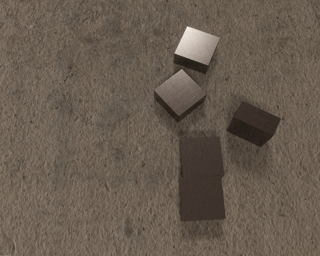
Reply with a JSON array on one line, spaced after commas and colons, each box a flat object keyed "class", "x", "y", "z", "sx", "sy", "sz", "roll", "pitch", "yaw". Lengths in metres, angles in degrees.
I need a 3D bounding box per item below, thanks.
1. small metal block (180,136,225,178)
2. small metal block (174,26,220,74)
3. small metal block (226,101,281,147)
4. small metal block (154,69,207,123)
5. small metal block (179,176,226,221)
[{"class": "small metal block", "x": 0.052, "y": 0.039, "z": 0.394, "sx": 0.050, "sy": 0.025, "sz": 0.050, "roll": -3, "pitch": 70, "yaw": -2}, {"class": "small metal block", "x": 0.053, "y": -0.113, "z": 0.450, "sx": 0.050, "sy": 0.025, "sz": 0.050, "roll": 22, "pitch": 71, "yaw": 7}, {"class": "small metal block", "x": 0.118, "y": -0.004, "z": 0.398, "sx": 0.050, "sy": 0.050, "sz": 0.025, "roll": 26, "pitch": 72, "yaw": 9}, {"class": "small metal block", "x": 0.027, "y": -0.044, "z": 0.425, "sx": 0.050, "sy": 0.025, "sz": 0.050, "roll": -39, "pitch": 75, "yaw": -13}, {"class": "small metal block", "x": 0.050, "y": 0.086, "z": 0.377, "sx": 0.050, "sy": 0.025, "sz": 0.050, "roll": -2, "pitch": 70, "yaw": -1}]
